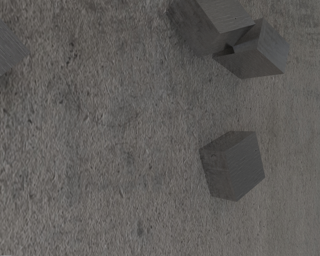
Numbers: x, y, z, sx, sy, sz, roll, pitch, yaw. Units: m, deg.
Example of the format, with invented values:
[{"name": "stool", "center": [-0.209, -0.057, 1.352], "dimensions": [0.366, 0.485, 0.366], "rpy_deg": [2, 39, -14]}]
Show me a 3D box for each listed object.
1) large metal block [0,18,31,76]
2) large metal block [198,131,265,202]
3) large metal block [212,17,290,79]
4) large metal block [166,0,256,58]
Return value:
[{"name": "large metal block", "center": [-0.170, -0.065, 0.246], "dimensions": [0.080, 0.050, 0.080], "rpy_deg": [-52, 121, -27]}, {"name": "large metal block", "center": [0.114, 0.056, 0.484], "dimensions": [0.081, 0.050, 0.080], "rpy_deg": [-26, 106, -37]}, {"name": "large metal block", "center": [0.143, -0.121, 0.488], "dimensions": [0.080, 0.080, 0.050], "rpy_deg": [24, 75, -38]}, {"name": "large metal block", "center": [0.070, -0.151, 0.426], "dimensions": [0.081, 0.050, 0.080], "rpy_deg": [-26, 79, -37]}]
